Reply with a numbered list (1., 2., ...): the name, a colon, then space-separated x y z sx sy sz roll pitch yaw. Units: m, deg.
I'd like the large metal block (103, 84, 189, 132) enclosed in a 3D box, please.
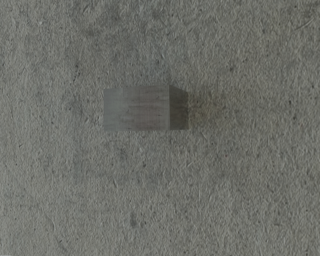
1. large metal block: -0.014 -0.022 0.385 0.080 0.080 0.050 -1 90 19
